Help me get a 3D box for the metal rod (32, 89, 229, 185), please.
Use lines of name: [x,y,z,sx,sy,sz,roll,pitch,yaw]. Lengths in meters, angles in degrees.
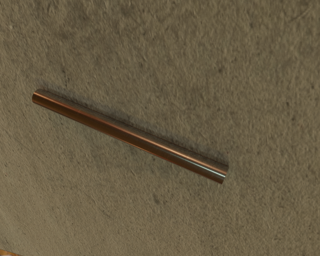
metal rod: [-0.051,0.007,0.435,0.301,0.025,0.025,22,127,14]
